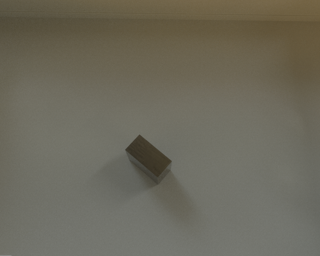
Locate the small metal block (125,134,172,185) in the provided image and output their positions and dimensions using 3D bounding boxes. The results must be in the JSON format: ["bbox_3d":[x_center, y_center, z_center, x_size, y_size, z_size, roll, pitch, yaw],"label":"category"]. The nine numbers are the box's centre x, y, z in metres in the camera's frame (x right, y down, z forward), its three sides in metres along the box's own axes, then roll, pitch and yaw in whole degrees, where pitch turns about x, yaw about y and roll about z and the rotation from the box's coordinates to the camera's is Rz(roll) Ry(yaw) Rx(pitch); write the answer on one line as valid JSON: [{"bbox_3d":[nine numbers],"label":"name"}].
[{"bbox_3d":[-0.013,0.040,0.382,0.050,0.050,0.025,39,75,13],"label":"small metal block"}]
